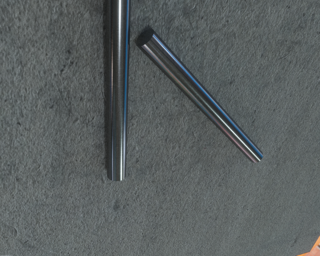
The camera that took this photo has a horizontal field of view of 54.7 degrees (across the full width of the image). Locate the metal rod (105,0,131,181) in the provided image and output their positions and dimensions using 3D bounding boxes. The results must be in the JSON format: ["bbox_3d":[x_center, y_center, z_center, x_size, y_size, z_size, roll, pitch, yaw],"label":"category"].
[{"bbox_3d":[-0.047,-0.066,0.341,0.025,0.025,0.298,-10,123,-24],"label":"metal rod"}]

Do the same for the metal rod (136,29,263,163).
[{"bbox_3d":[0.074,-0.025,0.433,0.025,0.025,0.301,-47,130,5],"label":"metal rod"}]
